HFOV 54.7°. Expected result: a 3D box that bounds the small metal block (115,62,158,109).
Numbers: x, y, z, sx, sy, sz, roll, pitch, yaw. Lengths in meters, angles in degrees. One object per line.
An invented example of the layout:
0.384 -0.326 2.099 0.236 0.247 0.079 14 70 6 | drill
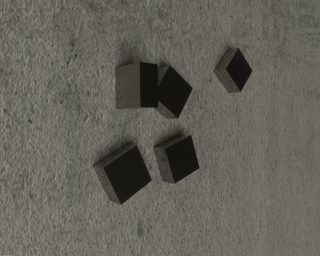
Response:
-0.028 -0.048 0.364 0.025 0.050 0.050 -2 91 -40 | small metal block

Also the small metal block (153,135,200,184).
0.023 0.041 0.424 0.050 0.025 0.050 -25 106 -37 | small metal block

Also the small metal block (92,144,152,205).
-0.044 0.054 0.368 0.050 0.025 0.050 -34 111 -35 | small metal block

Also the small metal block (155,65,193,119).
0.011 -0.047 0.413 0.050 0.025 0.050 40 66 -33 | small metal block

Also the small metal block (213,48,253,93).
0.120 -0.093 0.504 0.050 0.025 0.050 48 62 -29 | small metal block
